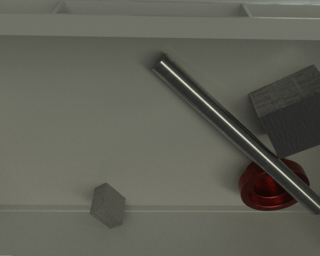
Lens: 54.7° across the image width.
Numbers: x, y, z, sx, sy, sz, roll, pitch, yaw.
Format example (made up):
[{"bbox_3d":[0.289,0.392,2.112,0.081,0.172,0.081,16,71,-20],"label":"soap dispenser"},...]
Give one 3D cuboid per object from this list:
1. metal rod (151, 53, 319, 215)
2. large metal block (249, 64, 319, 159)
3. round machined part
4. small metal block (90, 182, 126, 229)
[{"bbox_3d":[0.109,0.018,0.389,0.300,0.025,0.025,40,120,-17],"label":"metal rod"},{"bbox_3d":[0.167,-0.017,0.381,0.080,0.050,0.080,-25,126,19],"label":"large metal block"},{"bbox_3d":[0.168,0.080,0.469,0.099,0.042,0.097,-1,130,0],"label":"round machined part"},{"bbox_3d":[-0.083,0.125,0.498,0.025,0.050,0.050,-27,126,20],"label":"small metal block"}]
